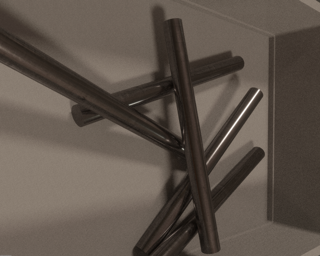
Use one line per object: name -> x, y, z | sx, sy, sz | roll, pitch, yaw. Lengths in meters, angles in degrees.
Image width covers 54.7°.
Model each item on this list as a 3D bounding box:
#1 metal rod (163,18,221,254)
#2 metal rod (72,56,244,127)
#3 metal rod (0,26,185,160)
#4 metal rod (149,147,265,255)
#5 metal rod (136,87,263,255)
metal rod -> 0.041, 0.010, 0.399 | 0.025, 0.025, 0.298 | -10, 91, -40
metal rod -> 0.021, -0.061, 0.425 | 0.302, 0.025, 0.025 | -24, 105, -38
metal rod -> -0.041, -0.015, 0.342 | 0.301, 0.025, 0.025 | 31, 70, -46
metal rod -> 0.082, 0.106, 0.459 | 0.302, 0.025, 0.025 | -33, 111, -41
metal rod -> 0.068, 0.050, 0.449 | 0.301, 0.025, 0.025 | -50, 120, -22
